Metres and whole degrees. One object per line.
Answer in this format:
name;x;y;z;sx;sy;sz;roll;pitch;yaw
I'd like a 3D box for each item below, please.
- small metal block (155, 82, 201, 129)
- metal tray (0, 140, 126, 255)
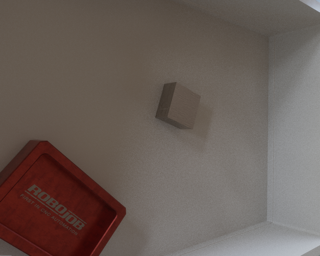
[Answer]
small metal block;0.026;-0.030;0.431;0.050;0.025;0.050;24;75;-38
metal tray;-0.105;0.085;0.316;0.130;0.030;0.090;49;61;-29
